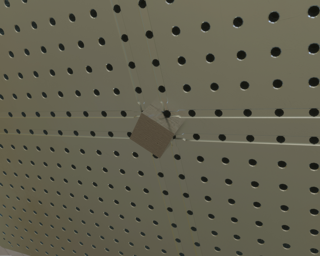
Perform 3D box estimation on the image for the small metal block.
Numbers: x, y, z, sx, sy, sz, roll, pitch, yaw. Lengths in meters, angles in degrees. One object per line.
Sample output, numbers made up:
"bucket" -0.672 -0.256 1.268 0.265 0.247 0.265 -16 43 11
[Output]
"small metal block" -0.007 0.005 0.418 0.050 0.025 0.050 33 129 6
